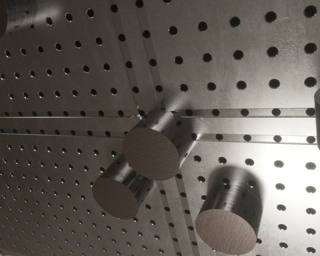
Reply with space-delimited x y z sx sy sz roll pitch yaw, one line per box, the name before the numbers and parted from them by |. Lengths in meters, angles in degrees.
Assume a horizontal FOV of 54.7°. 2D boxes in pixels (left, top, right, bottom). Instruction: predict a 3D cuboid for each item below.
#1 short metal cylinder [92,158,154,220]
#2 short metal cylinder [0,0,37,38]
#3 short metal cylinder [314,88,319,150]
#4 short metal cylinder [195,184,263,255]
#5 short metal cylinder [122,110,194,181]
short metal cylinder | -0.057 0.094 0.482 0.080 0.050 0.079 13 124 20
short metal cylinder | -0.210 -0.162 0.403 0.080 0.050 0.079 13 124 20
short metal cylinder | 0.183 -0.008 0.274 0.080 0.080 0.050 -2 117 29
short metal cylinder | 0.094 0.124 0.421 0.080 0.050 0.079 13 124 20
short metal cylinder | -0.002 0.022 0.408 0.080 0.050 0.079 13 124 20
